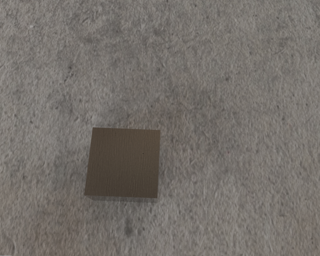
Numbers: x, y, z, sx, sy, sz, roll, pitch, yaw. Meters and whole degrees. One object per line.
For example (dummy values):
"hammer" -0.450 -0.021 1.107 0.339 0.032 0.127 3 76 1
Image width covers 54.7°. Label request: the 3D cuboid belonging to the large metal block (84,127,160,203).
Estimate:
"large metal block" -0.041 0.047 0.377 0.081 0.050 0.080 2 70 0
